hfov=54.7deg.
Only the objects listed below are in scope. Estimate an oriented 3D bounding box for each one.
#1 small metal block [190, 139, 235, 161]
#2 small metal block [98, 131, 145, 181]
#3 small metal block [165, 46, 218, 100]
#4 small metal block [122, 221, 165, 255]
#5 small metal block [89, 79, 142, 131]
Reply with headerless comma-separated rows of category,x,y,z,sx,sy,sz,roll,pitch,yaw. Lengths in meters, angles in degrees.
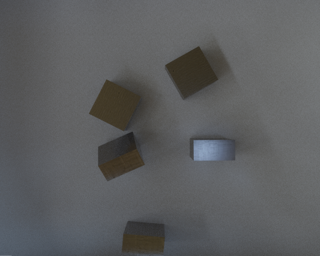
small metal block,0.066,0.027,0.399,0.050,0.050,0.025,0,90,0
small metal block,-0.050,0.035,0.395,0.050,0.050,0.025,-24,116,0
small metal block,0.041,-0.072,0.411,0.050,0.025,0.050,-30,90,0
small metal block,-0.020,0.142,0.399,0.050,0.050,0.025,5,90,0
small metal block,-0.058,-0.029,0.411,0.050,0.025,0.050,27,90,0
